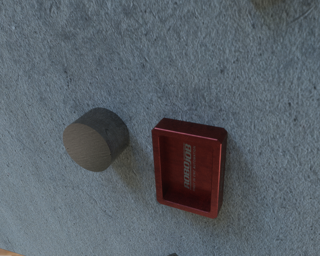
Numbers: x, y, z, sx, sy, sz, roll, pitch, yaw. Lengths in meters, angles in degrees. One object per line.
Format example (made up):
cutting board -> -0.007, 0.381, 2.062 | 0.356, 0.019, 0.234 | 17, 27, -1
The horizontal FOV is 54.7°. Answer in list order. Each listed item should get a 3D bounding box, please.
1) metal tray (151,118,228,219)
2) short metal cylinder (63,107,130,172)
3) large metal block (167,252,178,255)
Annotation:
metal tray -> 0.039, 0.055, 0.416 | 0.090, 0.030, 0.129 | 11, 123, 22
short metal cylinder -> -0.092, 0.017, 0.449 | 0.080, 0.050, 0.079 | 13, 124, 21
large metal block -> 0.020, 0.280, 0.553 | 0.080, 0.050, 0.080 | 46, 129, -4
